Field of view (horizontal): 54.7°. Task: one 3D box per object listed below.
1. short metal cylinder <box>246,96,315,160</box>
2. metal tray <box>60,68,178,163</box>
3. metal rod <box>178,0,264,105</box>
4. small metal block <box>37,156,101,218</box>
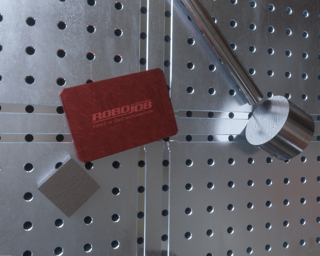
[{"bbox_3d":[0.172,0.000,0.449,0.050,0.080,0.080,29,80,-18],"label":"short metal cylinder"},{"bbox_3d":[-0.050,-0.018,0.392,0.131,0.030,0.089,-16,96,-20],"label":"metal tray"},{"bbox_3d":[0.056,-0.157,0.434,0.025,0.025,0.300,-41,104,-15],"label":"metal rod"},{"bbox_3d":[-0.109,0.070,0.373,0.050,0.025,0.050,-45,104,-15],"label":"small metal block"}]
